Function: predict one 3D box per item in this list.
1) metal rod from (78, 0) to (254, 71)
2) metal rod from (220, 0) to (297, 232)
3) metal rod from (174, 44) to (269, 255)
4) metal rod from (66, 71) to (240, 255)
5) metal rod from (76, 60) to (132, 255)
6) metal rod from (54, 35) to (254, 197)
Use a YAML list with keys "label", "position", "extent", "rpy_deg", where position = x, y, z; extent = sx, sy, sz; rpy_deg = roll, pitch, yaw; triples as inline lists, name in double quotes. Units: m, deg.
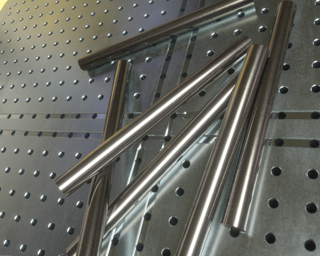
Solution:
- label: "metal rod"
  position: [-0.001, -0.153, 0.503]
  extent: [0.300, 0.025, 0.025]
  rpy_deg: [-16, 55, 19]
- label: "metal rod"
  position: [0.122, -0.031, 0.363]
  extent: [0.025, 0.025, 0.300]
  rpy_deg: [7, 65, 31]
- label: "metal rod"
  position: [0.064, 0.040, 0.336]
  extent: [0.025, 0.025, 0.300]
  rpy_deg: [12, 72, 33]
- label: "metal rod"
  position: [0.002, 0.045, 0.380]
  extent: [0.300, 0.025, 0.025]
  rpy_deg: [-46, 51, -4]
- label: "metal rod"
  position: [-0.067, 0.019, 0.412]
  extent: [0.025, 0.025, 0.300]
  rpy_deg: [-13, 50, 21]
- label: "metal rod"
  position: [0.002, -0.022, 0.386]
  extent: [0.301, 0.025, 0.025]
  rpy_deg: [-38, 50, -12]
